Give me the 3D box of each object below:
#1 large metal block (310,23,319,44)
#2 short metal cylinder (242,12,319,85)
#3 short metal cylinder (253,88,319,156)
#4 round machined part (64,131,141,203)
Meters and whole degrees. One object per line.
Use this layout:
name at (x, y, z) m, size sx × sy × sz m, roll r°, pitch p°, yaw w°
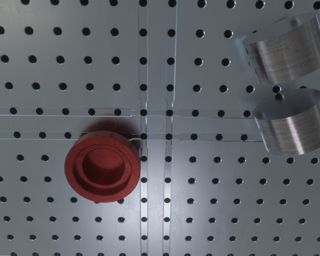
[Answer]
large metal block at (0.243, -0.111, 0.361) m, size 0.080 × 0.050 × 0.080 m, roll 42°, pitch 105°, yaw -14°
short metal cylinder at (0.141, -0.090, 0.352) m, size 0.080 × 0.080 × 0.050 m, roll -24°, pitch 109°, yaw 8°
short metal cylinder at (0.163, -0.009, 0.382) m, size 0.080 × 0.080 × 0.050 m, roll -23°, pitch 109°, yaw 8°
round machined part at (-0.075, 0.049, 0.422) m, size 0.099 × 0.042 × 0.097 m, roll 0°, pitch 110°, yaw 0°
